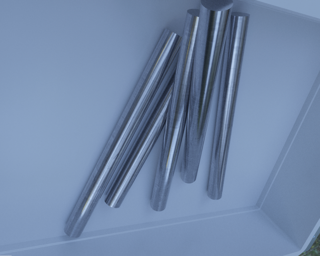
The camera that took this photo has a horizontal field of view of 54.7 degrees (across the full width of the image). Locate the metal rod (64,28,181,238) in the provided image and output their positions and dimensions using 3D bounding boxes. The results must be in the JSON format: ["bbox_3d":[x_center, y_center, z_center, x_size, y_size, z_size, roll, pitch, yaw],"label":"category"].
[{"bbox_3d":[-0.052,0.018,0.392,0.025,0.025,0.298,18,109,-36],"label":"metal rod"}]

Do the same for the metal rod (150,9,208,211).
[{"bbox_3d":[0.018,0.004,0.393,0.025,0.025,0.298,-10,132,-24],"label":"metal rod"}]

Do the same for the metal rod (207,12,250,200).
[{"bbox_3d":[0.095,-0.012,0.455,0.025,0.025,0.298,-13,124,-22],"label":"metal rod"}]

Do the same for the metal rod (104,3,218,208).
[{"bbox_3d":[0.003,-0.021,0.398,0.025,0.025,0.298,18,109,-36],"label":"metal rod"}]

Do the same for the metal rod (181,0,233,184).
[{"bbox_3d":[0.045,-0.011,0.363,0.025,0.025,0.298,-22,147,-15],"label":"metal rod"}]
